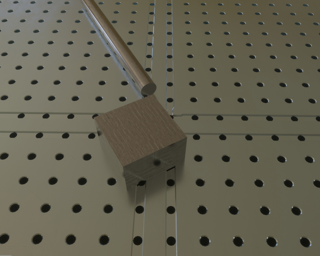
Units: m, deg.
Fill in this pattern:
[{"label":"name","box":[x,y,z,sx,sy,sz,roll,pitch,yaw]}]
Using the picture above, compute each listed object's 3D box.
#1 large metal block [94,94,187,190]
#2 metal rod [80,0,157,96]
[{"label":"large metal block","box":[-0.024,0.015,0.379,0.081,0.050,0.080,-24,54,-19]},{"label":"metal rod","box":[-0.084,-0.158,0.539,0.025,0.025,0.300,-21,53,-17]}]
